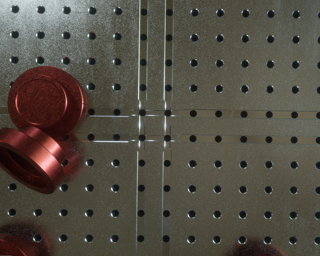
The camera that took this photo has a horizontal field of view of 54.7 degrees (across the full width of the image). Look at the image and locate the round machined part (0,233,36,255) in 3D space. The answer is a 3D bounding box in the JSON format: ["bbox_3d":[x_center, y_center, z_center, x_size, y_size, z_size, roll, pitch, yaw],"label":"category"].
[{"bbox_3d":[-0.206,0.185,0.402,0.099,0.042,0.097,0,90,-1],"label":"round machined part"}]

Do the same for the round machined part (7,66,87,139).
[{"bbox_3d":[-0.149,-0.033,0.403,0.099,0.042,0.097,0,90,-1],"label":"round machined part"}]

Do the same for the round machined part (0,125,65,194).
[{"bbox_3d":[-0.159,0.035,0.385,0.098,0.097,0.042,33,53,-1],"label":"round machined part"}]

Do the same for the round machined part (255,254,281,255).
[{"bbox_3d":[0.142,0.213,0.407,0.099,0.042,0.097,0,90,-1],"label":"round machined part"}]
